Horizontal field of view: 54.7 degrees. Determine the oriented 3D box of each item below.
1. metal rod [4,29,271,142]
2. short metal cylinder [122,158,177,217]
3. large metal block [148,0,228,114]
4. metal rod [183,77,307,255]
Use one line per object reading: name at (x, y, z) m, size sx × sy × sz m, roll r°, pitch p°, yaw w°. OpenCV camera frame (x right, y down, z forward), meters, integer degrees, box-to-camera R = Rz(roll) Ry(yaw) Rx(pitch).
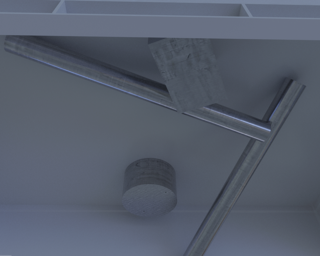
metal rod at (-0.018, -0.044, 0.347) m, size 0.302 × 0.025 × 0.025 m, roll 19°, pitch 128°, yaw -7°
short metal cylinder at (-0.015, 0.091, 0.470) m, size 0.081 × 0.050 × 0.079 m, roll 0°, pitch 130°, yaw 0°
large metal block at (0.027, -0.075, 0.310) m, size 0.050 × 0.080 × 0.080 m, roll -16°, pitch 128°, yaw 13°
metal rod at (0.100, 0.074, 0.408) m, size 0.025 × 0.025 × 0.298 m, roll 21°, pitch 107°, yaw -17°
